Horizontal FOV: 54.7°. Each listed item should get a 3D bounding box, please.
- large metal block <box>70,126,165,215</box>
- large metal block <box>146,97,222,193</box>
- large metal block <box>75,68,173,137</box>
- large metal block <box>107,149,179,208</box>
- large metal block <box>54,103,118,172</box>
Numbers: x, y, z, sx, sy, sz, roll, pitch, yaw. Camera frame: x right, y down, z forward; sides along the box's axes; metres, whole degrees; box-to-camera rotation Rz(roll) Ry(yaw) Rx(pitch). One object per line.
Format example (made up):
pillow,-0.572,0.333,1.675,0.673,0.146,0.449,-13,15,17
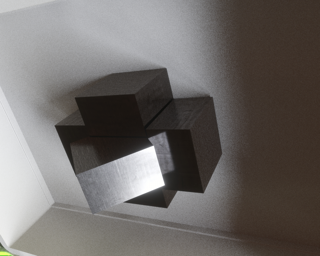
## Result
large metal block,-0.051,0.040,0.350,0.081,0.080,0.050,-20,115,-12
large metal block,0.033,0.017,0.362,0.050,0.080,0.080,0,118,28
large metal block,-0.039,-0.032,0.372,0.080,0.080,0.050,0,118,28
large metal block,-0.015,0.057,0.415,0.080,0.080,0.050,0,118,28
large metal block,-0.084,0.013,0.425,0.050,0.080,0.080,0,119,28
